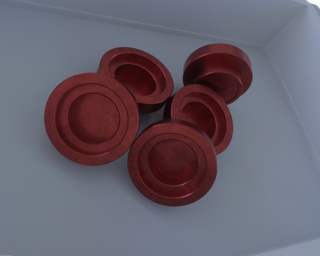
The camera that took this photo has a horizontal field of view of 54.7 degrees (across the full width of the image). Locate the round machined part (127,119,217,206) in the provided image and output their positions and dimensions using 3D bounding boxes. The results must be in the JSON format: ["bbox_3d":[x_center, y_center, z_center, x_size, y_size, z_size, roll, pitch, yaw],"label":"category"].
[{"bbox_3d":[0.015,0.036,0.356,0.098,0.098,0.042,38,17,-3],"label":"round machined part"}]

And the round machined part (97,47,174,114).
[{"bbox_3d":[-0.035,-0.057,0.405,0.099,0.042,0.098,15,49,-18],"label":"round machined part"}]

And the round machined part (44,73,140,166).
[{"bbox_3d":[-0.071,-0.011,0.341,0.098,0.098,0.042,37,7,-4],"label":"round machined part"}]

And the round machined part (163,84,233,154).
[{"bbox_3d":[0.047,-0.006,0.415,0.099,0.042,0.098,10,69,-27],"label":"round machined part"}]

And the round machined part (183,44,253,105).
[{"bbox_3d":[0.082,-0.068,0.442,0.099,0.097,0.042,20,49,-17],"label":"round machined part"}]
